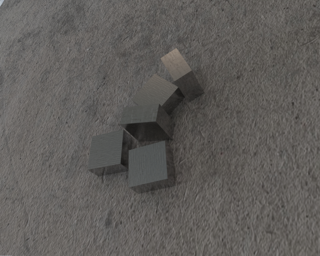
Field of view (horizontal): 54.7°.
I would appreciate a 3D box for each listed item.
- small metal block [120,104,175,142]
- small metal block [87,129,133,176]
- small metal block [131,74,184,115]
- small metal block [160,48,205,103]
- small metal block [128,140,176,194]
[{"bbox_3d":[-0.015,-0.005,0.399,0.050,0.050,0.025,-4,60,26],"label":"small metal block"},{"bbox_3d":[-0.067,0.034,0.418,0.050,0.025,0.050,-13,56,21],"label":"small metal block"},{"bbox_3d":[-0.003,-0.041,0.430,0.050,0.025,0.050,-49,51,-6],"label":"small metal block"},{"bbox_3d":[0.030,-0.070,0.415,0.025,0.050,0.050,-32,52,8],"label":"small metal block"},{"bbox_3d":[-0.010,0.048,0.380,0.050,0.025,0.050,-16,55,19],"label":"small metal block"}]
